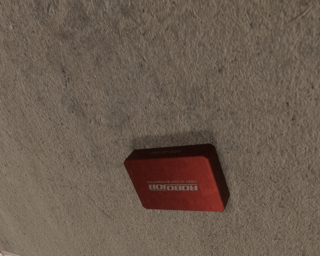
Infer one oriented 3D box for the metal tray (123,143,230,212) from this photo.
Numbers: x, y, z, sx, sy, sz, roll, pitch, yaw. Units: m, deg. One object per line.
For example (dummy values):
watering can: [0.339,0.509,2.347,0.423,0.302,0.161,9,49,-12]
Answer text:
metal tray: [0.022,0.072,0.435,0.130,0.030,0.090,-7,115,31]
